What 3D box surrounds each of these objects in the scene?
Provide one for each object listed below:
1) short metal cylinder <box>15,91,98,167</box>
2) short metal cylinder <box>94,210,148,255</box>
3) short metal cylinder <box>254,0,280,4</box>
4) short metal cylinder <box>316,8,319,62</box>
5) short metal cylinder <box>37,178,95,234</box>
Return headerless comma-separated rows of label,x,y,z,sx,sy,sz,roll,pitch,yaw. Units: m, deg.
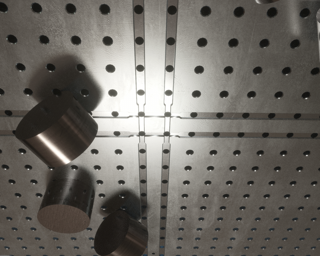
short metal cylinder,-0.123,0.000,0.374,0.080,0.080,0.050,-21,127,16
short metal cylinder,-0.067,0.191,0.538,0.080,0.080,0.050,-30,124,23
short metal cylinder,0.097,-0.149,0.250,0.080,0.080,0.050,-36,122,26
short metal cylinder,0.198,-0.093,0.299,0.080,0.080,0.050,-17,128,13
short metal cylinder,-0.150,0.127,0.501,0.081,0.050,0.079,0,130,0
